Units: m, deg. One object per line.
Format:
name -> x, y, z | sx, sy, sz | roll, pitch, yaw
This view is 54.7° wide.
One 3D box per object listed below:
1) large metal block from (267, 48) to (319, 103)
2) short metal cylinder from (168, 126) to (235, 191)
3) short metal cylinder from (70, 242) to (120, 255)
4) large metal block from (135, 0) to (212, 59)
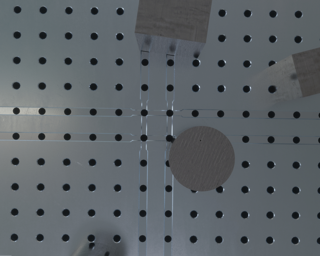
large metal block -> 0.193, -0.069, 0.387 | 0.080, 0.080, 0.050 | -15, 90, 0
short metal cylinder -> 0.051, 0.037, 0.401 | 0.081, 0.050, 0.080 | 0, 90, 0
short metal cylinder -> -0.089, 0.197, 0.400 | 0.081, 0.050, 0.080 | 0, 90, 0
large metal block -> 0.015, -0.125, 0.386 | 0.080, 0.080, 0.050 | 8, 90, 0
